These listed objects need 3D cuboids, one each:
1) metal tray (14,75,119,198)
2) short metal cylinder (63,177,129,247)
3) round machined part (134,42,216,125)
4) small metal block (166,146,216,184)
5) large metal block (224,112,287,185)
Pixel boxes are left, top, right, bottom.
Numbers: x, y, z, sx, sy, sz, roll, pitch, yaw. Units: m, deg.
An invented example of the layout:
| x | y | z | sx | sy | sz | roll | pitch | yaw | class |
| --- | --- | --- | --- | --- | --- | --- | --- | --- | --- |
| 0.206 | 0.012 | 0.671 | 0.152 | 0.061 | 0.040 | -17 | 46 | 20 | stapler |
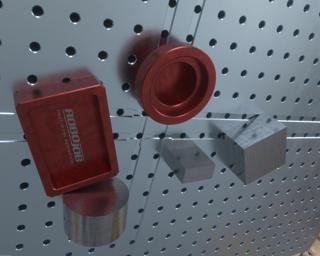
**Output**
| x | y | z | sx | sy | sz | roll | pitch | yaw | class |
| --- | --- | --- | --- | --- | --- | --- | --- | --- | --- |
| -0.102 | 0.012 | 0.360 | 0.091 | 0.030 | 0.129 | -17 | 125 | -19 | metal tray |
| -0.082 | 0.102 | 0.396 | 0.081 | 0.080 | 0.050 | -7 | 122 | -25 | short metal cylinder |
| 0.015 | -0.056 | 0.375 | 0.099 | 0.042 | 0.097 | -14 | 125 | -21 | round machined part |
| 0.045 | 0.053 | 0.454 | 0.050 | 0.050 | 0.025 | -5 | 121 | -26 | small metal block |
| 0.155 | 0.033 | 0.503 | 0.081 | 0.050 | 0.080 | -25 | 128 | -13 | large metal block |
